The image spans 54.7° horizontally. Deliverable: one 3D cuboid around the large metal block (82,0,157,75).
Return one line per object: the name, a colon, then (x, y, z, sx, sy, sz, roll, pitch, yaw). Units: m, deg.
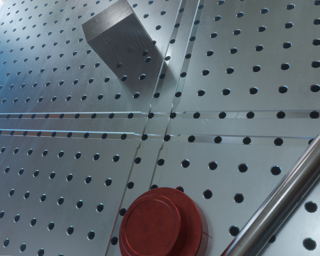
large metal block: (-0.064, -0.145, 0.496, 0.080, 0.080, 0.050, -30, 52, 9)

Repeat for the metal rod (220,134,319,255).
metal rod: (0.070, 0.126, 0.293, 0.300, 0.025, 0.025, -49, 51, -6)

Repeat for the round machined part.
round machined part: (-0.002, 0.110, 0.331, 0.098, 0.042, 0.098, -13, 56, 21)
